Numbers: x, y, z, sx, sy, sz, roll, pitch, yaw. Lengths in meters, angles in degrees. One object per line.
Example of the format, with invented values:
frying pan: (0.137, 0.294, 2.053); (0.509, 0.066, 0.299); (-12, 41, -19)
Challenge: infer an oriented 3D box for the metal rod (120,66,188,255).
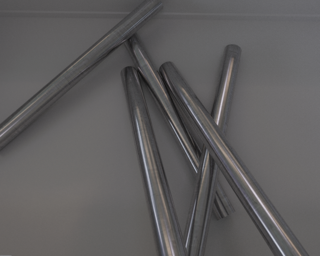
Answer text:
metal rod: (-0.013, 0.026, 0.335); (0.025, 0.025, 0.300); (-12, 46, -4)

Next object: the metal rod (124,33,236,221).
metal rod: (0.014, -0.021, 0.417); (0.025, 0.025, 0.299); (-25, 72, -9)

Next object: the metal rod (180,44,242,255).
metal rod: (0.068, 0.014, 0.383); (0.025, 0.025, 0.300); (14, 62, 5)

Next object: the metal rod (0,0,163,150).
metal rod: (-0.112, -0.077, 0.420); (0.301, 0.025, 0.025); (-43, 76, -8)

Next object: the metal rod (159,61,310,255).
metal rod: (0.065, 0.019, 0.348); (0.025, 0.025, 0.300); (-22, 51, -8)
